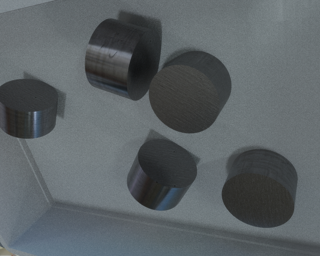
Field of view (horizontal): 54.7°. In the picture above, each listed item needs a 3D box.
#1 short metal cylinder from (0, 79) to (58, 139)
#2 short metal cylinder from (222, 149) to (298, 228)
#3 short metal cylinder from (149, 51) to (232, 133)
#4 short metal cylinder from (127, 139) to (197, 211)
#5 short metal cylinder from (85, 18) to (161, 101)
[{"bbox_3d":[-0.195,-0.029,0.458,0.080,0.080,0.050,28,128,11],"label":"short metal cylinder"},{"bbox_3d":[0.121,0.072,0.374,0.080,0.050,0.079,13,124,21],"label":"short metal cylinder"},{"bbox_3d":[0.035,-0.041,0.349,0.080,0.050,0.079,13,124,21],"label":"short metal cylinder"},{"bbox_3d":[0.002,0.061,0.410,0.080,0.080,0.050,32,129,7],"label":"short metal cylinder"},{"bbox_3d":[-0.039,-0.076,0.347,0.050,0.080,0.079,20,126,16],"label":"short metal cylinder"}]
